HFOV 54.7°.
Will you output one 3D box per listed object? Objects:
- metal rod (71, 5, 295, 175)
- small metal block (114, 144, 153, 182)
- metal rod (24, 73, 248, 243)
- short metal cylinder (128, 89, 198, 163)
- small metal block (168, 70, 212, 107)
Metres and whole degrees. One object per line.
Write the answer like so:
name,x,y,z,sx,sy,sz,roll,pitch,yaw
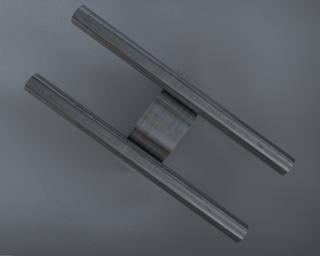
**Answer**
metal rod,0.027,-0.043,0.360,0.301,0.025,0.025,36,90,-1
small metal block,-0.028,0.040,0.397,0.050,0.050,0.025,37,90,-1
metal rod,-0.027,0.035,0.361,0.301,0.025,0.025,36,90,0
short metal cylinder,0.003,-0.003,0.382,0.050,0.080,0.080,37,90,-1
small metal block,0.035,-0.045,0.397,0.050,0.050,0.025,37,90,-1
